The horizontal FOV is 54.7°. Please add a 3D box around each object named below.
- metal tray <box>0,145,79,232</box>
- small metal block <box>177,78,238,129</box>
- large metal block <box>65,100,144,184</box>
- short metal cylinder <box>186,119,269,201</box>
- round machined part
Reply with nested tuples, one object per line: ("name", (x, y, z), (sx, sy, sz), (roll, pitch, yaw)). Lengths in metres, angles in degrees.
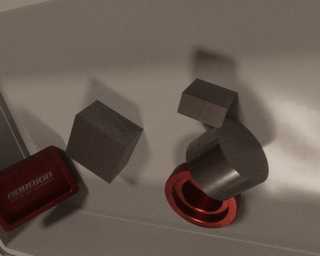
("metal tray", (-0.215, 0.099, 0.516), (0.030, 0.131, 0.090), (21, 137, 62))
("small metal block", (0.054, -0.029, 0.345), (0.050, 0.050, 0.025), (22, 123, 14))
("large metal block", (-0.081, 0.020, 0.446), (0.080, 0.050, 0.079), (32, 128, 6))
("short metal cylinder", (0.077, 0.036, 0.354), (0.080, 0.080, 0.050), (46, 129, -4))
("round machined part", (0.060, 0.084, 0.416), (0.098, 0.042, 0.097), (14, 125, 20))
